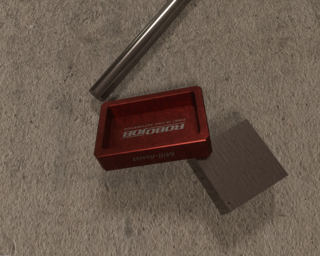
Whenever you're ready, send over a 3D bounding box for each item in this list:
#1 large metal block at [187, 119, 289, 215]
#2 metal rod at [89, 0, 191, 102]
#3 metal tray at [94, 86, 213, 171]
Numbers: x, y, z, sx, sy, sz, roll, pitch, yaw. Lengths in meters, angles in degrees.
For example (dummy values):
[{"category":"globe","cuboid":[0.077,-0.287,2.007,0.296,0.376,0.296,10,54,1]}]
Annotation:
[{"category":"large metal block","cuboid":[0.091,0.048,0.378,0.080,0.050,0.080,-29,73,-10]},{"category":"metal rod","cuboid":[0.000,-0.158,0.465,0.025,0.025,0.300,34,73,11]},{"category":"metal tray","cuboid":[-0.008,-0.001,0.375,0.131,0.030,0.090,-9,47,8]}]
